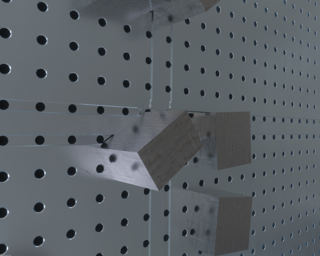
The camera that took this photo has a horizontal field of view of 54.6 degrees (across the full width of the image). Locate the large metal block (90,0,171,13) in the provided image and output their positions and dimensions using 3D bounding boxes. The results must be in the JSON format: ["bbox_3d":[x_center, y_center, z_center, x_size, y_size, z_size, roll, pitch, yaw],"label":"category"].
[{"bbox_3d":[-0.037,-0.186,0.361,0.081,0.050,0.080,-8,95,-40],"label":"large metal block"}]

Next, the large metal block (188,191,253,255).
[{"bbox_3d":[0.092,0.140,0.469,0.081,0.050,0.080,10,84,-40],"label":"large metal block"}]

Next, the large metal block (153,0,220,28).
[{"bbox_3d":[0.041,-0.181,0.406,0.080,0.080,0.050,-45,118,-30],"label":"large metal block"}]

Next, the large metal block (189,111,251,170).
[{"bbox_3d":[0.092,0.016,0.469,0.081,0.050,0.080,-4,93,-40],"label":"large metal block"}]

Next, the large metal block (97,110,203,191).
[{"bbox_3d":[-0.011,0.022,0.363,0.080,0.080,0.050,-41,115,-32],"label":"large metal block"}]
